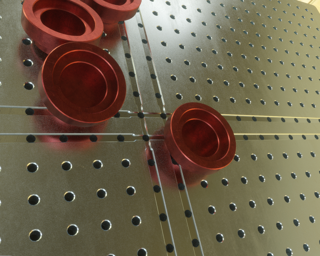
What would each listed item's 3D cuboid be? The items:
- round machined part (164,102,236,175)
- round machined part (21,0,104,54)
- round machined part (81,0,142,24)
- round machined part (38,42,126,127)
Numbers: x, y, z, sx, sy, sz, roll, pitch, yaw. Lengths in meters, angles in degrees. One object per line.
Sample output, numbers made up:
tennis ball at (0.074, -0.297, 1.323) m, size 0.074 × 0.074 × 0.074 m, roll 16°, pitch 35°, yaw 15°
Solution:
round machined part at (0.049, 0.017, 0.415) m, size 0.099 × 0.042 × 0.098 m, roll 14°, pitch 56°, yaw -21°
round machined part at (-0.127, -0.128, 0.402) m, size 0.099 × 0.042 × 0.098 m, roll 16°, pitch 46°, yaw -18°
round machined part at (-0.081, -0.201, 0.477) m, size 0.099 × 0.042 × 0.098 m, roll 14°, pitch 56°, yaw -21°
round machined part at (-0.093, -0.048, 0.367) m, size 0.099 × 0.042 × 0.098 m, roll 10°, pitch 71°, yaw -31°
